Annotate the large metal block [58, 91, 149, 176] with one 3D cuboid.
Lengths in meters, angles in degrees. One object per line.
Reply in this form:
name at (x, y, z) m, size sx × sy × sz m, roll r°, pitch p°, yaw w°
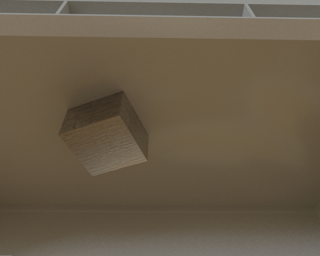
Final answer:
large metal block at (-0.068, 0.009, 0.399) m, size 0.080 × 0.050 × 0.080 m, roll -17°, pitch 128°, yaw 14°
